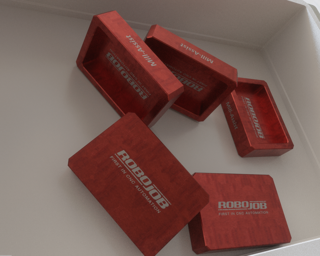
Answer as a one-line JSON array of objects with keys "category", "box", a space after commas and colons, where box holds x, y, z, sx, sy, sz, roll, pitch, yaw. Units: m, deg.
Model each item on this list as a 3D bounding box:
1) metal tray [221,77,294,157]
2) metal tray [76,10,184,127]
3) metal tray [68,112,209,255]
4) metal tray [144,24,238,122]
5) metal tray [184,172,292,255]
[{"category": "metal tray", "box": [0.150, -0.019, 0.497, 0.091, 0.030, 0.130, 1, 61, -28]}, {"category": "metal tray", "box": [-0.042, -0.065, 0.381, 0.130, 0.090, 0.030, 49, 49, 6]}, {"category": "metal tray", "box": [-0.023, 0.058, 0.335, 0.090, 0.030, 0.130, -40, 85, -17]}, {"category": "metal tray", "box": [0.027, -0.069, 0.420, 0.131, 0.089, 0.030, 26, 47, -13]}, {"category": "metal tray", "box": [0.097, 0.105, 0.392, 0.131, 0.030, 0.090, 6, 59, -26]}]
